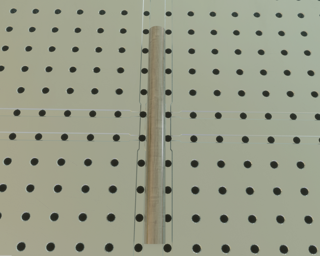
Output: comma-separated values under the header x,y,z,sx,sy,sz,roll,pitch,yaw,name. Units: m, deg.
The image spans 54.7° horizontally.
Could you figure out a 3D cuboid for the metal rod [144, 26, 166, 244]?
x,y,z,sx,sy,sz,roll,pitch,yaw,name
-0.005,-0.005,0.413,0.025,0.025,0.299,0,70,0,metal rod
